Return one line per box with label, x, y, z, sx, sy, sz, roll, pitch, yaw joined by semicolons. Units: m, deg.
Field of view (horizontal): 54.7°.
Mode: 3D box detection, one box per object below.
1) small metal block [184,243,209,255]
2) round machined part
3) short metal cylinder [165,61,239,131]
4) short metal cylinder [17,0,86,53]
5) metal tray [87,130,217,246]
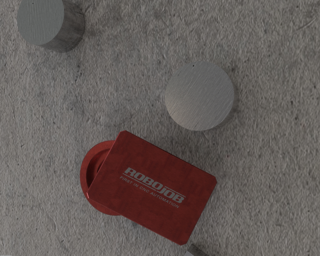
small metal block;0.046;0.186;0.393;0.050;0.025;0.050;32;100;17
round machined part;-0.055;0.065;0.419;0.098;0.042;0.097;0;90;20
short metal cylinder;0.052;-0.037;0.377;0.080;0.050;0.080;0;90;20
short metal cylinder;-0.157;-0.155;0.451;0.080;0.050;0.080;0;90;20
metal tray;-0.009;0.071;0.377;0.130;0.030;0.090;28;85;-1
